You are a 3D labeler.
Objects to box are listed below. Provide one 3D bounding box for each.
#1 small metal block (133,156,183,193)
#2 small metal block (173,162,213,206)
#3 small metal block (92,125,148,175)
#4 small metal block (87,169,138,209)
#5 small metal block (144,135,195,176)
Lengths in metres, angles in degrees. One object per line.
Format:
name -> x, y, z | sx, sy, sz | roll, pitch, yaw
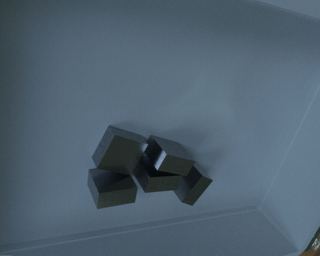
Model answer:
small metal block -> -0.005, 0.062, 0.430 | 0.050, 0.050, 0.025 | 1, 118, -30
small metal block -> 0.044, 0.080, 0.468 | 0.025, 0.050, 0.050 | 29, 102, -38
small metal block -> -0.052, 0.030, 0.400 | 0.050, 0.025, 0.050 | 19, 108, -36
small metal block -> -0.063, 0.076, 0.406 | 0.050, 0.050, 0.025 | -3, 120, -27
small metal block -> 0.012, 0.037, 0.424 | 0.050, 0.050, 0.025 | 17, 109, -35
